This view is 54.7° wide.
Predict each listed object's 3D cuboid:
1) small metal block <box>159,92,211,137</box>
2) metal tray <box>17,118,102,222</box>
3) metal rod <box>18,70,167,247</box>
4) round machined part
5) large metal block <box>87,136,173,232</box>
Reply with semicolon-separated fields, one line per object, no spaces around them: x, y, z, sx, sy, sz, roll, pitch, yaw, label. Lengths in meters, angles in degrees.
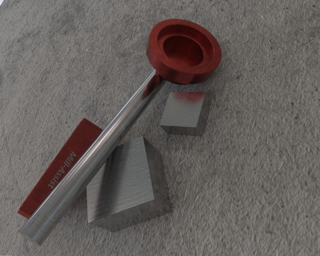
0.033;-0.018;0.398;0.050;0.025;0.050;4;63;29;small metal block
-0.125;0.052;0.400;0.130;0.030;0.090;-58;11;-13;metal tray
-0.051;0.001;0.374;0.025;0.025;0.301;10;49;32;metal rod
0.029;-0.097;0.417;0.099;0.042;0.098;8;58;-12;round machined part
-0.038;0.067;0.367;0.080;0.050;0.080;-23;53;14;large metal block
